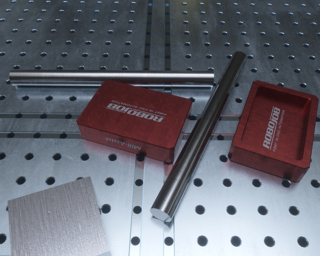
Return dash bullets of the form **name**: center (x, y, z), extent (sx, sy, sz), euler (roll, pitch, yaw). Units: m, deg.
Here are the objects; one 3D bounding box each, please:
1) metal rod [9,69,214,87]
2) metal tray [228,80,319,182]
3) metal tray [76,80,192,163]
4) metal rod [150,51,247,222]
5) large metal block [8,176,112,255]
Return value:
- **metal rod**: center (-0.071, -0.076, 0.469), extent (0.302, 0.025, 0.025), euler (0, 50, 0)
- **metal tray**: center (0.151, -0.002, 0.407), extent (0.090, 0.030, 0.130), euler (18, 52, 14)
- **metal tray**: center (-0.031, -0.013, 0.415), extent (0.131, 0.030, 0.090), euler (15, 51, 11)
- **metal rod**: center (0.065, -0.011, 0.417), extent (0.025, 0.025, 0.301), euler (20, 53, 16)
- **large metal block**: center (-0.095, 0.104, 0.303), extent (0.081, 0.050, 0.080), euler (-16, 52, -13)
